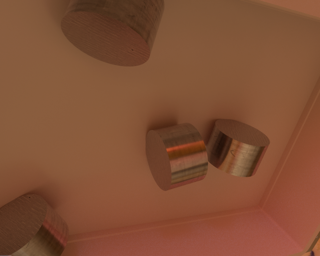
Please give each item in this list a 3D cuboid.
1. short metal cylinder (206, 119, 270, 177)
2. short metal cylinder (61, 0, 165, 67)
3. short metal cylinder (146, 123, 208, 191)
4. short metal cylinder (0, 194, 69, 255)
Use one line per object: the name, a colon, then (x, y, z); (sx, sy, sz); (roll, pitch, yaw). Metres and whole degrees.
short metal cylinder: (0.111, 0.027, 0.450); (0.081, 0.080, 0.050); (2, 117, -30)
short metal cylinder: (-0.041, -0.098, 0.280); (0.080, 0.080, 0.050); (28, 69, -38)
short metal cylinder: (0.020, 0.037, 0.406); (0.050, 0.080, 0.079); (-12, 124, -22)
short metal cylinder: (-0.157, 0.126, 0.365); (0.080, 0.080, 0.050); (-30, 129, -9)
